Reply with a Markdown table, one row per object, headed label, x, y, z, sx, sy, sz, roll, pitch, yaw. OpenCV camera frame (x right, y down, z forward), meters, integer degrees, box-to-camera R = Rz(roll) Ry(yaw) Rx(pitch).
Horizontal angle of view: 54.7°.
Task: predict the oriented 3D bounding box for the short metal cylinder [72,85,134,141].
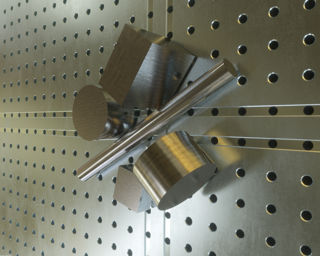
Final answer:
| label | x | y | z | sx | sy | sz | roll | pitch | yaw |
| --- | --- | --- | --- | --- | --- | --- | --- | --- | --- |
| short metal cylinder | -0.084 | -0.022 | 0.458 | 0.080 | 0.050 | 0.079 | 0 | 90 | 40 |

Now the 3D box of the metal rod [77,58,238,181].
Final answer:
| label | x | y | z | sx | sy | sz | roll | pitch | yaw |
| --- | --- | --- | --- | --- | --- | --- | --- | --- | --- |
| metal rod | -0.024 | 0.005 | 0.424 | 0.299 | 0.025 | 0.025 | -35 | 69 | 34 |

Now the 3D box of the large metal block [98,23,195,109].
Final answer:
| label | x | y | z | sx | sy | sz | roll | pitch | yaw |
| --- | --- | --- | --- | --- | --- | --- | --- | --- | --- |
| large metal block | -0.016 | -0.072 | 0.382 | 0.050 | 0.081 | 0.080 | 44 | 116 | 31 |

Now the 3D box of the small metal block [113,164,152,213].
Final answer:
| label | x | y | z | sx | sy | sz | roll | pitch | yaw |
| --- | --- | --- | --- | --- | --- | --- | --- | --- | --- |
| small metal block | -0.036 | 0.083 | 0.434 | 0.050 | 0.025 | 0.050 | 20 | 102 | 38 |

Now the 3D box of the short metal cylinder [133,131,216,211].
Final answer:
| label | x | y | z | sx | sy | sz | roll | pitch | yaw |
| --- | --- | --- | --- | --- | --- | --- | --- | --- | --- |
| short metal cylinder | 0.017 | 0.049 | 0.355 | 0.050 | 0.081 | 0.080 | 51 | 120 | 27 |
